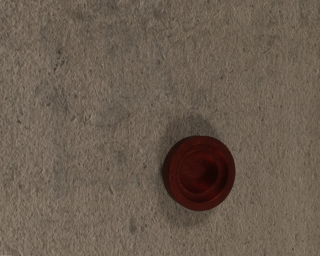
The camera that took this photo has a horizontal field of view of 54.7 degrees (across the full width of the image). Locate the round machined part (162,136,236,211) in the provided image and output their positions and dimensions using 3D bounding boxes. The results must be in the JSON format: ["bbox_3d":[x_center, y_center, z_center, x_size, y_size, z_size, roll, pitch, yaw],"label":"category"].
[{"bbox_3d":[0.049,0.059,0.419,0.099,0.042,0.097,0,90,-21],"label":"round machined part"}]
